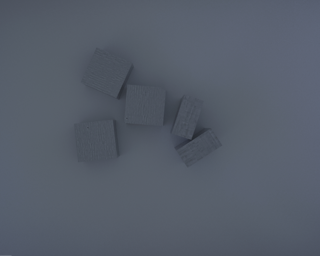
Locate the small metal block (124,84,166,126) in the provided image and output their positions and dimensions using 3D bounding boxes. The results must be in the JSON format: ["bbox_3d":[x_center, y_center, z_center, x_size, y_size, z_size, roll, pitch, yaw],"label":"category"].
[{"bbox_3d":[-0.019,-0.029,0.411,0.050,0.025,0.050,5,90,-1],"label":"small metal block"}]

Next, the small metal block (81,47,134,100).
[{"bbox_3d":[-0.069,-0.071,0.410,0.050,0.025,0.050,24,90,-1],"label":"small metal block"}]

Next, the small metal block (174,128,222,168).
[{"bbox_3d":[0.048,0.024,0.400,0.050,0.050,0.025,-33,90,0],"label":"small metal block"}]

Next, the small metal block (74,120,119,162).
[{"bbox_3d":[-0.083,0.017,0.410,0.050,0.025,0.050,-6,90,-1],"label":"small metal block"}]

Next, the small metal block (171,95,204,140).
[{"bbox_3d":[0.034,-0.013,0.399,0.025,0.050,0.050,18,90,0],"label":"small metal block"}]
